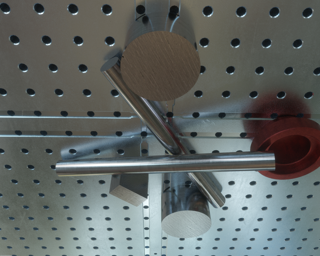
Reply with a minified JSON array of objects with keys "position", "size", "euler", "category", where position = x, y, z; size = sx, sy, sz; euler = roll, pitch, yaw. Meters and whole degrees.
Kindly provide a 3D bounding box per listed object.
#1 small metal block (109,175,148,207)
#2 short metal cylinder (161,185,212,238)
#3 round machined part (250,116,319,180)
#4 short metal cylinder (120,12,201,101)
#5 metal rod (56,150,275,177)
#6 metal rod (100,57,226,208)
[{"position":[-0.045,0.082,0.465],"size":[0.050,0.050,0.025],"euler":[33,123,-25],"category":"small metal block"},{"position":[0.042,0.139,0.514],"size":[0.081,0.050,0.079],"euler":[0,130,0],"category":"short metal cylinder"},{"position":[0.173,0.023,0.421],"size":[0.099,0.042,0.097],"euler":[0,130,0],"category":"round machined part"},{"position":[0.001,-0.075,0.331],"size":[0.081,0.050,0.079],"euler":[0,130,0],"category":"short metal cylinder"},{"position":[-0.003,0.050,0.424],"size":[0.301,0.025,0.025],"euler":[-4,131,14],"category":"metal rod"},{"position":[0.020,0.025,0.433],"size":[0.025,0.025,0.300],"euler":[-25,126,19],"category":"metal rod"}]
